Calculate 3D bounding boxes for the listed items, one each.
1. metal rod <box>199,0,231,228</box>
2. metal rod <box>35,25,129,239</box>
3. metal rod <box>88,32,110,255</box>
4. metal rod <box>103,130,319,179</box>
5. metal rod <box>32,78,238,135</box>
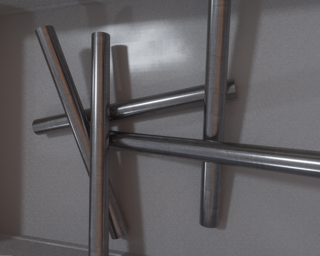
[{"bbox_3d":[0.064,-0.027,0.362,0.025,0.025,0.298,5,101,20],"label":"metal rod"},{"bbox_3d":[-0.105,0.008,0.423,0.025,0.025,0.299,-19,93,19],"label":"metal rod"},{"bbox_3d":[-0.079,0.022,0.405,0.025,0.025,0.298,-3,83,20],"label":"metal rod"},{"bbox_3d":[0.040,0.025,0.356,0.300,0.025,0.025,5,92,34],"label":"metal rod"},{"bbox_3d":[-0.047,-0.025,0.427,0.301,0.025,0.025,-10,87,19],"label":"metal rod"}]
